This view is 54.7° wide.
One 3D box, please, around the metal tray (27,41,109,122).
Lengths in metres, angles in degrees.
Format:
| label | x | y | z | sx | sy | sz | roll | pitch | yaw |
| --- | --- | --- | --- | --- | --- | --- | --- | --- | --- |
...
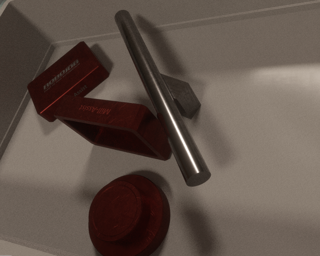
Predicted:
| label | x | y | z | sx | sy | sz | roll | pitch | yaw |
| --- | --- | --- | --- | --- | --- | --- | --- | --- | --- |
| metal tray | -0.161 | -0.082 | 0.534 | 0.130 | 0.030 | 0.090 | -39 | 51 | 1 |

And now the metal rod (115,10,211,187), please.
| label | x | y | z | sx | sy | sz | roll | pitch | yaw |
| --- | --- | --- | --- | --- | --- | --- | --- | --- | --- |
| metal rod | -0.010 | -0.061 | 0.382 | 0.025 | 0.025 | 0.300 | -30 | 52 | 9 |

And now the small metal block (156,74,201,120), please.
| label | x | y | z | sx | sy | sz | roll | pitch | yaw |
| --- | --- | --- | --- | --- | --- | --- | --- | --- | --- |
| small metal block | 0.019 | -0.041 | 0.404 | 0.050 | 0.050 | 0.025 | 26 | 76 | 36 |

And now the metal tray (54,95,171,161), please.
| label | x | y | z | sx | sy | sz | roll | pitch | yaw |
| --- | --- | --- | --- | --- | --- | --- | --- | --- | --- |
| metal tray | -0.057 | 0.000 | 0.392 | 0.130 | 0.090 | 0.030 | 9 | 67 | 31 |

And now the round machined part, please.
| label | x | y | z | sx | sy | sz | roll | pitch | yaw |
| --- | --- | --- | --- | --- | --- | --- | --- | --- | --- |
| round machined part | -0.042 | 0.099 | 0.355 | 0.098 | 0.042 | 0.098 | -13 | 56 | 20 |
